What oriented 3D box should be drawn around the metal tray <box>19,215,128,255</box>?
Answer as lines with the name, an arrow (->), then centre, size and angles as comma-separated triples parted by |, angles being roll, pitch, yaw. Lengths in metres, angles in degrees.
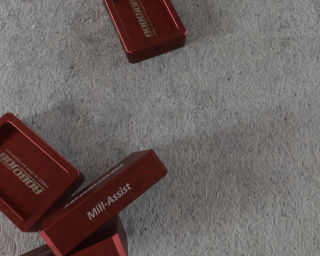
metal tray -> -0.099, 0.138, 0.319 | 0.131, 0.090, 0.030 | -22, 91, -8

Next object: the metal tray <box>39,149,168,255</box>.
metal tray -> -0.062, 0.074, 0.336 | 0.131, 0.090, 0.030 | -36, 95, -19

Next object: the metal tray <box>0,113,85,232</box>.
metal tray -> -0.172, 0.053, 0.384 | 0.130, 0.030, 0.090 | 37, 74, 12

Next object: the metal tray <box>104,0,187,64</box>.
metal tray -> -0.026, -0.169, 0.466 | 0.091, 0.030, 0.130 | -21, 71, -8
